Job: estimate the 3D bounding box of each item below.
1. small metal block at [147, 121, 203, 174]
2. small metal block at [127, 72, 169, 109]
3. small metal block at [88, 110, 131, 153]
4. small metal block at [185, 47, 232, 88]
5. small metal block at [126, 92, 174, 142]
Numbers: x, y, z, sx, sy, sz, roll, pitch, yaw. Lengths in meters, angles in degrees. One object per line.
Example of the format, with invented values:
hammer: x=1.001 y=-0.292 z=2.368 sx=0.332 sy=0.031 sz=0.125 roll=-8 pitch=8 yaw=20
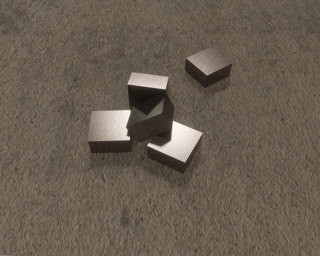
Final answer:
small metal block: x=0.019 y=0.022 z=0.385 sx=0.050 sy=0.025 sz=0.050 roll=23 pitch=54 yaw=17
small metal block: x=-0.015 y=-0.046 z=0.426 sx=0.050 sy=0.050 sz=0.025 roll=8 pitch=50 yaw=6
small metal block: x=-0.063 y=0.004 z=0.399 sx=0.050 sy=0.025 sz=0.050 roll=-2 pitch=50 yaw=-2
small metal block: x=0.075 y=-0.095 z=0.484 sx=0.050 sy=0.025 sz=0.050 roll=-28 pitch=56 yaw=-22
small metal block: x=-0.011 y=-0.014 z=0.394 sx=0.050 sy=0.025 sz=0.050 roll=-21 pitch=31 yaw=20
